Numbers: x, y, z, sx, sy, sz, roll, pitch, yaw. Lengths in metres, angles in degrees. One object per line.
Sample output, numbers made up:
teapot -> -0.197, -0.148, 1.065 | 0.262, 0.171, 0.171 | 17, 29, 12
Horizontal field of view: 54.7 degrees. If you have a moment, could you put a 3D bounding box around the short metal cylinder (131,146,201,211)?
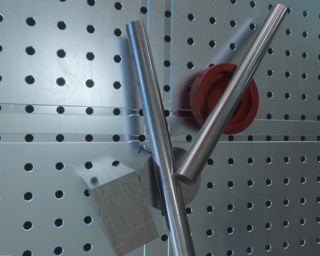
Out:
short metal cylinder -> 0.006, 0.063, 0.403 | 0.081, 0.050, 0.079 | 0, 90, -21

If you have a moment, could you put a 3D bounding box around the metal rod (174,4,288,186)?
metal rod -> 0.102, -0.058, 0.400 | 0.025, 0.025, 0.300 | 40, 65, -16

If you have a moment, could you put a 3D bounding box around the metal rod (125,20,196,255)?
metal rod -> 0.001, 0.018, 0.362 | 0.025, 0.025, 0.298 | -9, 82, -20

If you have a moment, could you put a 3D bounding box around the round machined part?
round machined part -> 0.086, -0.039, 0.437 | 0.099, 0.042, 0.097 | 0, 90, -21

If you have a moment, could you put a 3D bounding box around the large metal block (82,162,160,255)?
large metal block -> -0.049, 0.091, 0.366 | 0.050, 0.080, 0.080 | -21, 98, -19
